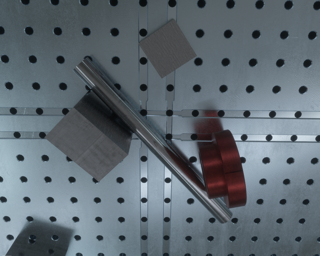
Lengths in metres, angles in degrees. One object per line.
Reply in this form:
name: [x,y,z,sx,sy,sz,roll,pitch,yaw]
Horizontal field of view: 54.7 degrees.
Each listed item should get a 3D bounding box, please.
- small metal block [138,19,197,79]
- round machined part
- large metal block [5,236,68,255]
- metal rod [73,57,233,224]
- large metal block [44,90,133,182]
small metal block: [0.009,-0.097,0.378,0.050,0.025,0.050,-32,107,11]
round machined part: [0.076,0.053,0.395,0.042,0.098,0.097,-11,110,4]
large metal block: [-0.199,0.226,0.481,0.080,0.050,0.079,18,109,-7]
metal rod: [0.000,0.026,0.422,0.025,0.025,0.300,-39,106,13]
large metal block: [-0.082,0.007,0.386,0.050,0.080,0.080,-43,105,14]
